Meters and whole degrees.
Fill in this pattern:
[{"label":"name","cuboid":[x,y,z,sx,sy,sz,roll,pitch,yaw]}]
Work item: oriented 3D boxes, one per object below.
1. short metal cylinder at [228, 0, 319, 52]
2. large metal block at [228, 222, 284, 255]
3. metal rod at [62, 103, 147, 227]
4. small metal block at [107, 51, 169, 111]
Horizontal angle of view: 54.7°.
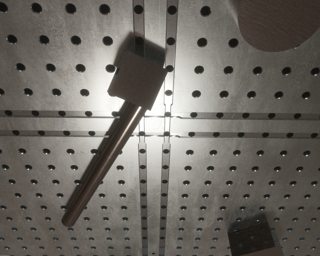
[{"label":"short metal cylinder","cuboid":[0.110,-0.120,0.295,0.081,0.050,0.079,0,130,0]},{"label":"large metal block","cuboid":[0.187,0.234,0.597,0.080,0.050,0.080,-23,127,18]},{"label":"metal rod","cuboid":[-0.092,0.064,0.464,0.025,0.025,0.298,22,127,-18]},{"label":"small metal block","cuboid":[-0.026,-0.053,0.351,0.050,0.025,0.050,22,94,-19]}]
